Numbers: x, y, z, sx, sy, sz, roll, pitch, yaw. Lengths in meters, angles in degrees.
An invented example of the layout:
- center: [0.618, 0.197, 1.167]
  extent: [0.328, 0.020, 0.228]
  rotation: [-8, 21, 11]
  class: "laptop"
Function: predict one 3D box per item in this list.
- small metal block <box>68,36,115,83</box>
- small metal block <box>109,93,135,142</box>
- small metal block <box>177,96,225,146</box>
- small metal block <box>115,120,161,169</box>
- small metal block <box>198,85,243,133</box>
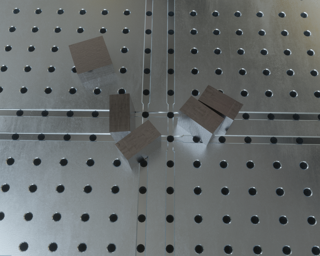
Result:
- center: [-0.098, -0.099, 0.448]
  extent: [0.050, 0.025, 0.050]
  rotation: [-19, 71, -7]
  class: "small metal block"
- center: [-0.048, -0.011, 0.402]
  extent: [0.025, 0.050, 0.050]
  rotation: [-4, 70, 2]
  class: "small metal block"
- center: [0.051, -0.008, 0.402]
  extent: [0.050, 0.050, 0.025]
  rotation: [37, 74, 12]
  class: "small metal block"
- center: [-0.026, 0.022, 0.390]
  extent: [0.050, 0.050, 0.025]
  rotation: [-37, 75, -12]
  class: "small metal block"
- center: [0.075, -0.024, 0.408]
  extent: [0.050, 0.050, 0.025]
  rotation: [32, 73, 11]
  class: "small metal block"
